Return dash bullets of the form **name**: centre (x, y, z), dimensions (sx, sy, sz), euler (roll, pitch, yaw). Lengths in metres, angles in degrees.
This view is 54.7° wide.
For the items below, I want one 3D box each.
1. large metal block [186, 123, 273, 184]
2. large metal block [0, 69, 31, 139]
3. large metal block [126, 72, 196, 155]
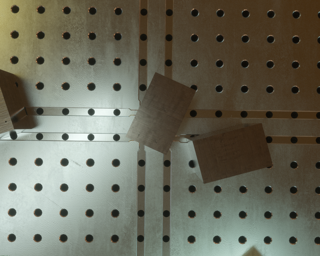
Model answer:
- **large metal block**: centre (0.082, 0.028, 0.387), dimensions (0.080, 0.080, 0.050), euler (-15, 90, 0)
- **large metal block**: centre (-0.227, -0.024, 0.398), dimensions (0.080, 0.050, 0.080), euler (-18, 90, -1)
- **large metal block**: centre (0.001, -0.016, 0.386), dimensions (0.050, 0.080, 0.080), euler (25, 90, -1)
